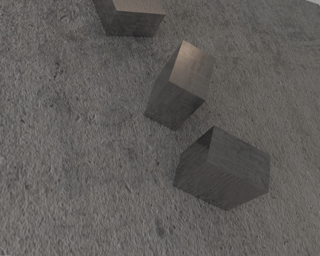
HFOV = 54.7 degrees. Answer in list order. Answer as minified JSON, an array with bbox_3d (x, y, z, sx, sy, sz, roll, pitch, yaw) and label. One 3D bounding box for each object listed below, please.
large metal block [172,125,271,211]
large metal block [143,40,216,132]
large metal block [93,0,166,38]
[{"bbox_3d":[0.074,0.052,0.376,0.080,0.080,0.050,27,52,-11],"label":"large metal block"},{"bbox_3d":[0.025,-0.055,0.416,0.050,0.080,0.080,27,52,-12],"label":"large metal block"},{"bbox_3d":[-0.050,-0.188,0.476,0.081,0.050,0.080,-9,66,-32],"label":"large metal block"}]
